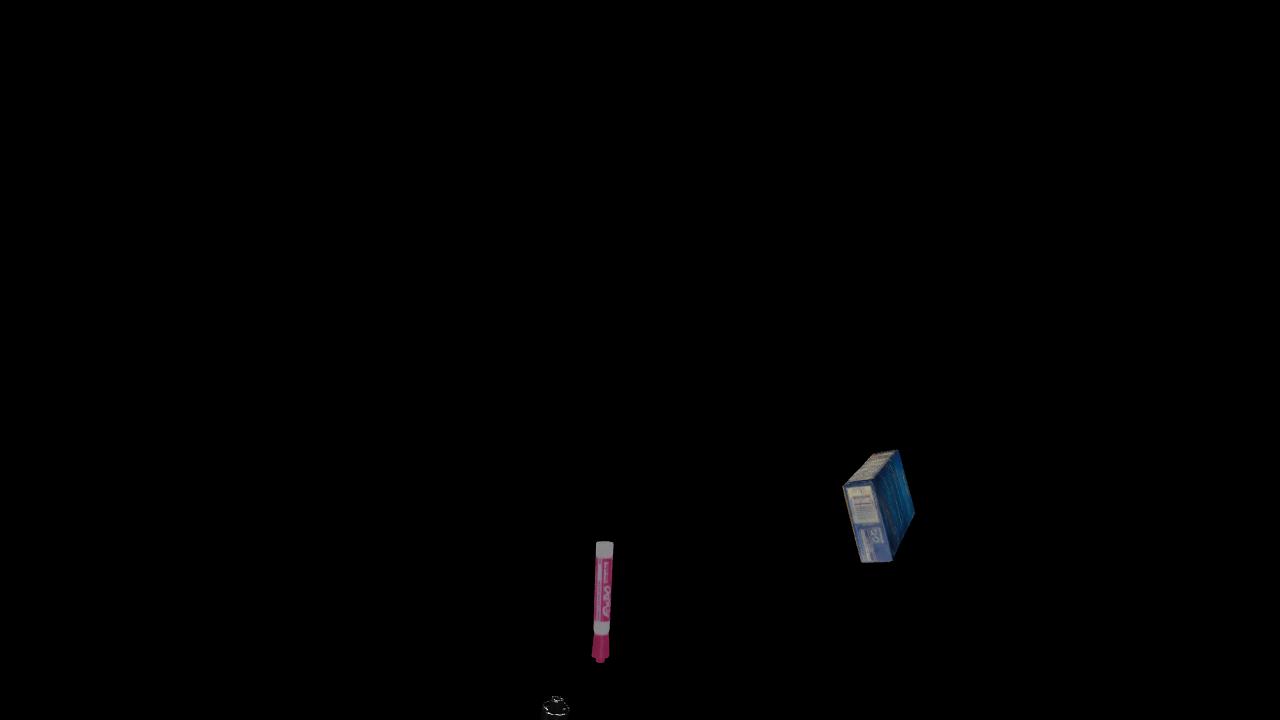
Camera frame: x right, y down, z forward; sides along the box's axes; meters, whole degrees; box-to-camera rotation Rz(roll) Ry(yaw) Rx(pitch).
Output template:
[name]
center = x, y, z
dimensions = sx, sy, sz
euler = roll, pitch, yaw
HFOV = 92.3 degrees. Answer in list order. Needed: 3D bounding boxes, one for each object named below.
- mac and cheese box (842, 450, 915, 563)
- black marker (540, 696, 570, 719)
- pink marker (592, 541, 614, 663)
[mac and cheese box]
center = 0.302, 0.176, 0.769
dimensions = 0.041, 0.093, 0.184
euler = -17, -5, 31
[black marker]
center = -0.065, 0.286, 0.412
dimensions = 0.020, 0.121, 0.020
euler = 9, 1, 0
[pink marker]
center = -0.039, 0.255, 0.649
dimensions = 0.020, 0.121, 0.020
euler = 2, -8, 0
